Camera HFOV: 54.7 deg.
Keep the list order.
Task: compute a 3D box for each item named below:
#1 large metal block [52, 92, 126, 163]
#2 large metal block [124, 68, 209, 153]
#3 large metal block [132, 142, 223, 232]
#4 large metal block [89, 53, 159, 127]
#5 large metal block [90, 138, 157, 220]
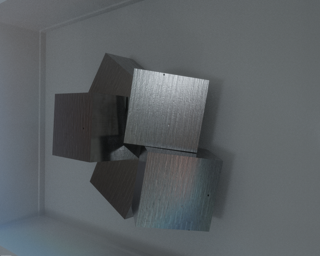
[{"bbox_3d":[-0.091,-0.002,0.394,0.080,0.050,0.079,4,91,40],"label":"large metal block"},{"bbox_3d":[0.005,-0.021,0.355,0.081,0.050,0.079,8,97,-6],"label":"large metal block"},{"bbox_3d":[0.016,0.064,0.345,0.050,0.081,0.079,-138,57,-76],"label":"large metal block"},{"bbox_3d":[-0.050,-0.045,0.428,0.080,0.050,0.080,43,116,31],"label":"large metal block"},{"bbox_3d":[-0.039,0.060,0.415,0.080,0.050,0.079,37,112,33],"label":"large metal block"}]
